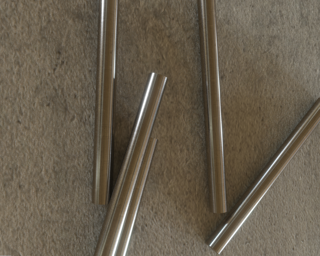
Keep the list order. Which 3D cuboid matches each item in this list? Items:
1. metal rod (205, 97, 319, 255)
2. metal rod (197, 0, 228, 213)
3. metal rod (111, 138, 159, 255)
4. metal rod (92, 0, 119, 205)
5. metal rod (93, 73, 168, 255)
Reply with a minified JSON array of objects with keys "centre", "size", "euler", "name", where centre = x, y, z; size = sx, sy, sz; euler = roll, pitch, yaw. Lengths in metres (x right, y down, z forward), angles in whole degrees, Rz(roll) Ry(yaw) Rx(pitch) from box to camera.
[{"centre":[0.173,0.064,0.475],"size":[0.025,0.025,0.301],"euler":[47,75,-15],"name":"metal rod"},{"centre":[0.074,-0.031,0.437],"size":[0.025,0.025,0.298],"euler":[-4,92,-20],"name":"metal rod"},{"centre":[-0.054,0.155,0.390],"size":[0.025,0.025,0.299],"euler":[18,84,-20],"name":"metal rod"},{"centre":[-0.067,-0.057,0.384],"size":[0.025,0.025,0.298],"euler":[2,89,-20],"name":"metal rod"},{"centre":[-0.044,0.078,0.374],"size":[0.025,0.025,0.299],"euler":[18,84,-20],"name":"metal rod"}]
